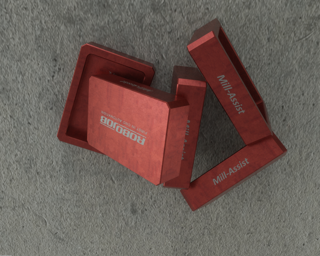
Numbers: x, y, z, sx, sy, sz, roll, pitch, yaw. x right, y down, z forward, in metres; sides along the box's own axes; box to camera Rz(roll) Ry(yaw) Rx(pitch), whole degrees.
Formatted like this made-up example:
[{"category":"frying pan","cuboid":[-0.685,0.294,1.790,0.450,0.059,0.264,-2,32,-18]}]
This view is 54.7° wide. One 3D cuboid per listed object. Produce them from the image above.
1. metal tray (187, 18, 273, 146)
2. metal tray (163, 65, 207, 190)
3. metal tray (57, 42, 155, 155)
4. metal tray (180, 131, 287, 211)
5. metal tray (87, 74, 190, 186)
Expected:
[{"category":"metal tray","cuboid":[0.082,-0.055,0.355,0.030,0.090,0.130,-27,109,24]},{"category":"metal tray","cuboid":[0.026,-0.003,0.376,0.030,0.090,0.129,6,111,-3]},{"category":"metal tray","cuboid":[-0.069,-0.033,0.395,0.091,0.030,0.129,19,109,-7]},{"category":"metal tray","cuboid":[0.097,0.056,0.398,0.130,0.090,0.030,-36,71,12]},{"category":"metal tray","cuboid":[-0.031,-0.004,0.349,0.130,0.030,0.089,24,116,38]}]
